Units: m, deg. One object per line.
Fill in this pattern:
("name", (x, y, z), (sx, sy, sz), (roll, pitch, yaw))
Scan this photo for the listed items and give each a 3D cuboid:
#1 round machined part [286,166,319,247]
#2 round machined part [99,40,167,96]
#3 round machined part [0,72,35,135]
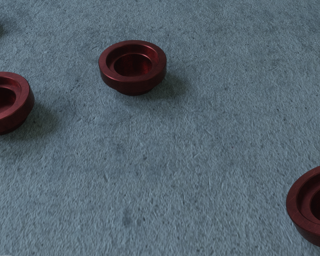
("round machined part", (0.181, 0.080, 0.305), (0.098, 0.042, 0.098), (-29, 21, 13))
("round machined part", (-0.039, -0.086, 0.464), (0.099, 0.042, 0.098), (0, 50, 0))
("round machined part", (-0.218, -0.028, 0.414), (0.099, 0.042, 0.098), (0, 50, 0))
